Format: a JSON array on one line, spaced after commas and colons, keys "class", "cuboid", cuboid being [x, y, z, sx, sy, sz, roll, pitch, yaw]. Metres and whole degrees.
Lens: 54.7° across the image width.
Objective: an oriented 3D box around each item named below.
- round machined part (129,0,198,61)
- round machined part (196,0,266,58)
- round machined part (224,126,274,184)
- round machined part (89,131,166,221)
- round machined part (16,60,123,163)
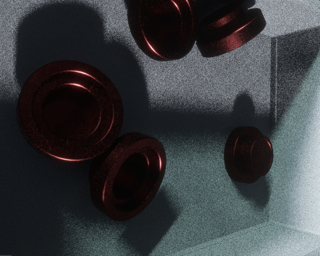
[{"class": "round machined part", "cuboid": [0.000, -0.134, 0.391, 0.099, 0.042, 0.097, -6, 99, -41]}, {"class": "round machined part", "cuboid": [0.094, -0.144, 0.437, 0.098, 0.098, 0.042, -47, 117, -30]}, {"class": "round machined part", "cuboid": [0.156, 0.046, 0.526, 0.099, 0.042, 0.097, 0, 90, -40]}, {"class": "round machined part", "cuboid": [-0.040, 0.050, 0.348, 0.099, 0.042, 0.097, -29, 129, -43]}, {"class": "round machined part", "cuboid": [-0.090, -0.014, 0.310, 0.099, 0.042, 0.098, 7, 76, -29]}]
